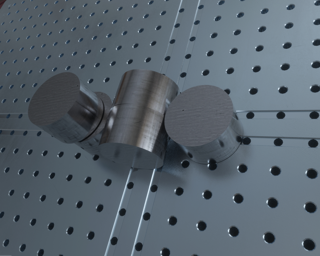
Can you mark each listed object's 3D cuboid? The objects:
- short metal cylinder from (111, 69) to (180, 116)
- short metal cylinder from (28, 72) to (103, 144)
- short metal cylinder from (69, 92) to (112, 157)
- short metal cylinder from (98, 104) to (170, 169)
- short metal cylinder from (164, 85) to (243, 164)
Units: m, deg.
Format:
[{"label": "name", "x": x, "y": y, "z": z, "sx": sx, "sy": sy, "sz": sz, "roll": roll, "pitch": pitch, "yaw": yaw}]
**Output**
[{"label": "short metal cylinder", "x": -0.019, "y": -0.032, "z": 0.403, "sx": 0.080, "sy": 0.080, "sz": 0.050, "roll": 1, "pitch": 63, "yaw": 29}, {"label": "short metal cylinder", "x": -0.123, "y": -0.026, "z": 0.406, "sx": 0.080, "sy": 0.050, "sz": 0.080, "roll": -13, "pitch": 56, "yaw": 21}, {"label": "short metal cylinder", "x": -0.089, "y": -0.005, "z": 0.442, "sx": 0.080, "sy": 0.050, "sz": 0.080, "roll": -13, "pitch": 56, "yaw": 21}, {"label": "short metal cylinder", "x": -0.030, "y": 0.013, "z": 0.381, "sx": 0.080, "sy": 0.080, "sz": 0.050, "roll": -1, "pitch": 62, "yaw": 28}, {"label": "short metal cylinder", "x": 0.052, "y": -0.004, "z": 0.366, "sx": 0.080, "sy": 0.050, "sz": 0.080, "roll": -13, "pitch": 56, "yaw": 21}]
